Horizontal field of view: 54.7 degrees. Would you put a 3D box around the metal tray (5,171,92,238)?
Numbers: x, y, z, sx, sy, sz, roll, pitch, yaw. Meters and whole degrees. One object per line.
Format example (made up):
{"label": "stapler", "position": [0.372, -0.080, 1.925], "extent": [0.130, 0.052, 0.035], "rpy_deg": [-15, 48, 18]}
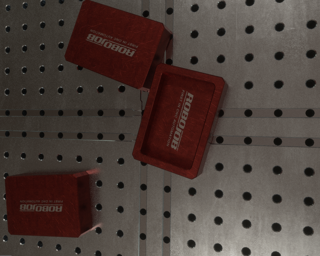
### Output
{"label": "metal tray", "position": [-0.170, 0.114, 0.468], "extent": [0.130, 0.030, 0.089], "rpy_deg": [-5, 88, 19]}

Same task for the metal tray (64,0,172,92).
{"label": "metal tray", "position": [-0.060, -0.115, 0.430], "extent": [0.130, 0.030, 0.089], "rpy_deg": [23, 98, 18]}

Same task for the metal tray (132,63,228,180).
{"label": "metal tray", "position": [0.025, -0.010, 0.400], "extent": [0.090, 0.030, 0.129], "rpy_deg": [18, 96, 18]}
